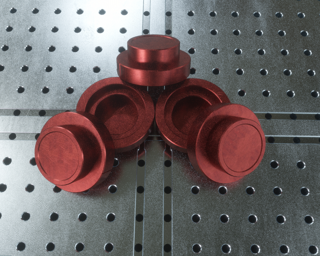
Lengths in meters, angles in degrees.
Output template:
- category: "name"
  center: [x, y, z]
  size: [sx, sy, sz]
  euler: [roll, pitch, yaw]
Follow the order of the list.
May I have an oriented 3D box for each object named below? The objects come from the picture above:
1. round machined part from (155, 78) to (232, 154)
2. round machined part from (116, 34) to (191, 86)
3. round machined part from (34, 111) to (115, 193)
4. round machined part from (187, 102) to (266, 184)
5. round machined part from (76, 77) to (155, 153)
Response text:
- category: "round machined part"
  center: [0.043, -0.013, 0.408]
  size: [0.099, 0.042, 0.098]
  euler: [0, 70, -1]
- category: "round machined part"
  center: [-0.008, -0.094, 0.410]
  size: [0.099, 0.042, 0.098]
  euler: [0, 32, 0]
- category: "round machined part"
  center: [-0.107, 0.030, 0.366]
  size: [0.098, 0.042, 0.097]
  euler: [3, 97, 22]
- category: "round machined part"
  center: [0.085, 0.020, 0.368]
  size: [0.099, 0.042, 0.097]
  euler: [-5, 101, -25]
- category: "round machined part"
  center: [-0.056, -0.014, 0.406]
  size: [0.099, 0.042, 0.098]
  euler: [0, 70, -1]
